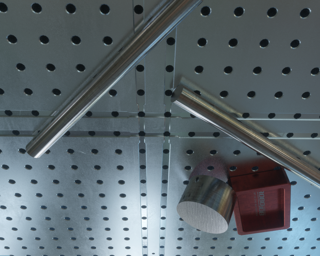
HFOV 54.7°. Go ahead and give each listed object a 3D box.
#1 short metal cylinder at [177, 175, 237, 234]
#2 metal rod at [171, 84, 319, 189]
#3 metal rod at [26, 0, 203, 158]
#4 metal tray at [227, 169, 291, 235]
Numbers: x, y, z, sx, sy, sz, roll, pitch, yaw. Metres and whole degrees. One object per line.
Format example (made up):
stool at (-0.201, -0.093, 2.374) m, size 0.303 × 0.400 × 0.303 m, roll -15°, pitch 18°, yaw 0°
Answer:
short metal cylinder at (0.072, 0.118, 0.477) m, size 0.080 × 0.050 × 0.080 m, roll 18°, pitch 140°, yaw 17°
metal rod at (0.143, 0.024, 0.434) m, size 0.301 × 0.025 × 0.025 m, roll 28°, pitch 124°, yaw -23°
metal rod at (-0.072, -0.051, 0.367) m, size 0.025 × 0.025 × 0.299 m, roll 37°, pitch 121°, yaw -27°
metal tray at (0.168, 0.128, 0.520) m, size 0.090 × 0.030 × 0.129 m, roll -12°, pitch 130°, yaw 9°
